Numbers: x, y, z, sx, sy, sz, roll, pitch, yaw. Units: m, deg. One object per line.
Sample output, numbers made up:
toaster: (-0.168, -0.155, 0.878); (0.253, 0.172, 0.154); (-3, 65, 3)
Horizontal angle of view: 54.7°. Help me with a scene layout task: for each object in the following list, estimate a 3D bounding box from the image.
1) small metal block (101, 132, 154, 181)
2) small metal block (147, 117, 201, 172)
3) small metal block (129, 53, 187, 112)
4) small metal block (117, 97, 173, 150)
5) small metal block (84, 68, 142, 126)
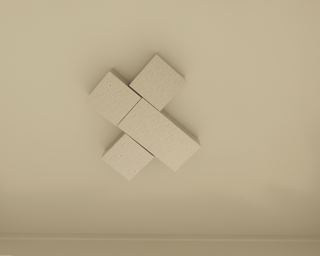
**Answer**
small metal block: (-0.043, 0.035, 0.422); (0.050, 0.025, 0.050); (41, 106, -14)
small metal block: (0.018, 0.022, 0.417); (0.050, 0.025, 0.050); (40, 105, -14)
small metal block: (-0.002, -0.058, 0.387); (0.050, 0.025, 0.050); (40, 104, -14)
small metal block: (-0.019, -0.009, 0.405); (0.050, 0.025, 0.050); (40, 105, -14)
small metal block: (-0.058, -0.039, 0.394); (0.050, 0.025, 0.050); (40, 105, -14)
